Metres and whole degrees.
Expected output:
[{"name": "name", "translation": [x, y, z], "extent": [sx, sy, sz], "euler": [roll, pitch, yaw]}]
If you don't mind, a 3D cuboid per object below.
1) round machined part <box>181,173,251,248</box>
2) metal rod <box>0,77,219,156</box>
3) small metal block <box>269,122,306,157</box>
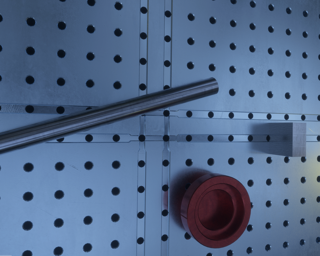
[{"name": "round machined part", "translation": [0.073, 0.112, 0.432], "extent": [0.099, 0.042, 0.097], "euler": [0, 90, -21]}, {"name": "metal rod", "translation": [-0.060, -0.019, 0.391], "extent": [0.302, 0.025, 0.025], "euler": [-17, 96, -20]}, {"name": "small metal block", "translation": [0.194, 0.017, 0.473], "extent": [0.025, 0.050, 0.050], "euler": [1, 90, -20]}]
